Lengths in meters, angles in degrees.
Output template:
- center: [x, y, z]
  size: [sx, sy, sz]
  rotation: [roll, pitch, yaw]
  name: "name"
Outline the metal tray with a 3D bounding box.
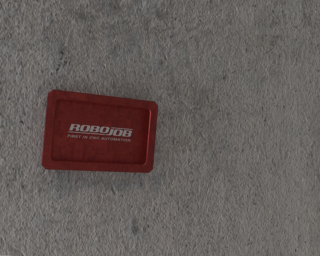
- center: [-0.071, 0.006, 0.379]
  size: [0.131, 0.030, 0.090]
  rotation: [5, 88, -20]
  name: "metal tray"
